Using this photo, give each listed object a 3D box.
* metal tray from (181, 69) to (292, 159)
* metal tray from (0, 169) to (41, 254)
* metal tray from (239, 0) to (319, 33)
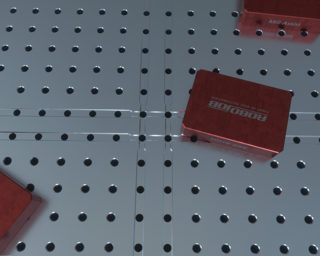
[{"bbox_3d":[0.102,-0.020,0.418,0.131,0.030,0.090,15,71,5],"label":"metal tray"},{"bbox_3d":[-0.226,0.087,0.375,0.130,0.030,0.090,32,73,10],"label":"metal tray"},{"bbox_3d":[0.195,-0.201,0.485,0.131,0.030,0.090,7,70,2],"label":"metal tray"}]
